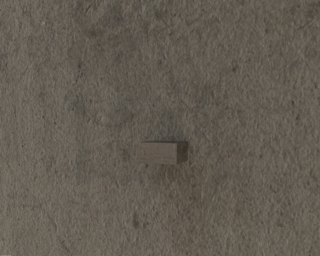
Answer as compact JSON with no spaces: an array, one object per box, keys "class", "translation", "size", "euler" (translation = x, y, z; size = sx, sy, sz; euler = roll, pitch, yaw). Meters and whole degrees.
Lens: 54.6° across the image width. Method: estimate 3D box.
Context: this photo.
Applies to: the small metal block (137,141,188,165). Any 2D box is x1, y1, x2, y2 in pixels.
[{"class":"small metal block","translation":[0.005,0.030,0.394],"size":[0.050,0.050,0.025],"euler":[1,90,20]}]
